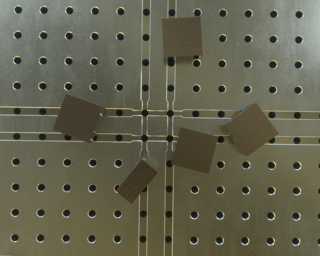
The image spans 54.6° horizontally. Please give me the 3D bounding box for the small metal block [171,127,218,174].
[{"bbox_3d":[0.045,0.029,0.414,0.050,0.025,0.050,15,90,0],"label":"small metal block"}]

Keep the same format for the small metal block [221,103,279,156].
[{"bbox_3d":[0.119,0.002,0.414,0.050,0.025,0.050,-36,90,0],"label":"small metal block"}]

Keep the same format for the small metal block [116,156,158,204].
[{"bbox_3d":[-0.028,0.065,0.401,0.025,0.050,0.050,40,90,0],"label":"small metal block"}]

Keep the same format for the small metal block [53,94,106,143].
[{"bbox_3d":[-0.106,-0.012,0.413,0.050,0.025,0.050,20,90,0],"label":"small metal block"}]

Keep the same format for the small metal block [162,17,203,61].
[{"bbox_3d":[0.029,-0.118,0.413,0.050,0.025,0.050,-3,90,0],"label":"small metal block"}]
